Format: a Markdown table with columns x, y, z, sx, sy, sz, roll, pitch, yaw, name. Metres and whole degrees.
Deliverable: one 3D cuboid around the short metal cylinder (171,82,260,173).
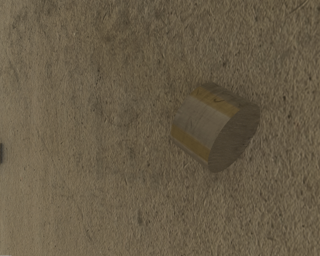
| x | y | z | sx | sy | sz | roll | pitch | yaw | name |
| --- | --- | --- | --- | --- | --- | --- | --- | --- | --- |
| 0.058 | -0.001 | 0.321 | 0.050 | 0.081 | 0.079 | 37 | 113 | 34 | short metal cylinder |
